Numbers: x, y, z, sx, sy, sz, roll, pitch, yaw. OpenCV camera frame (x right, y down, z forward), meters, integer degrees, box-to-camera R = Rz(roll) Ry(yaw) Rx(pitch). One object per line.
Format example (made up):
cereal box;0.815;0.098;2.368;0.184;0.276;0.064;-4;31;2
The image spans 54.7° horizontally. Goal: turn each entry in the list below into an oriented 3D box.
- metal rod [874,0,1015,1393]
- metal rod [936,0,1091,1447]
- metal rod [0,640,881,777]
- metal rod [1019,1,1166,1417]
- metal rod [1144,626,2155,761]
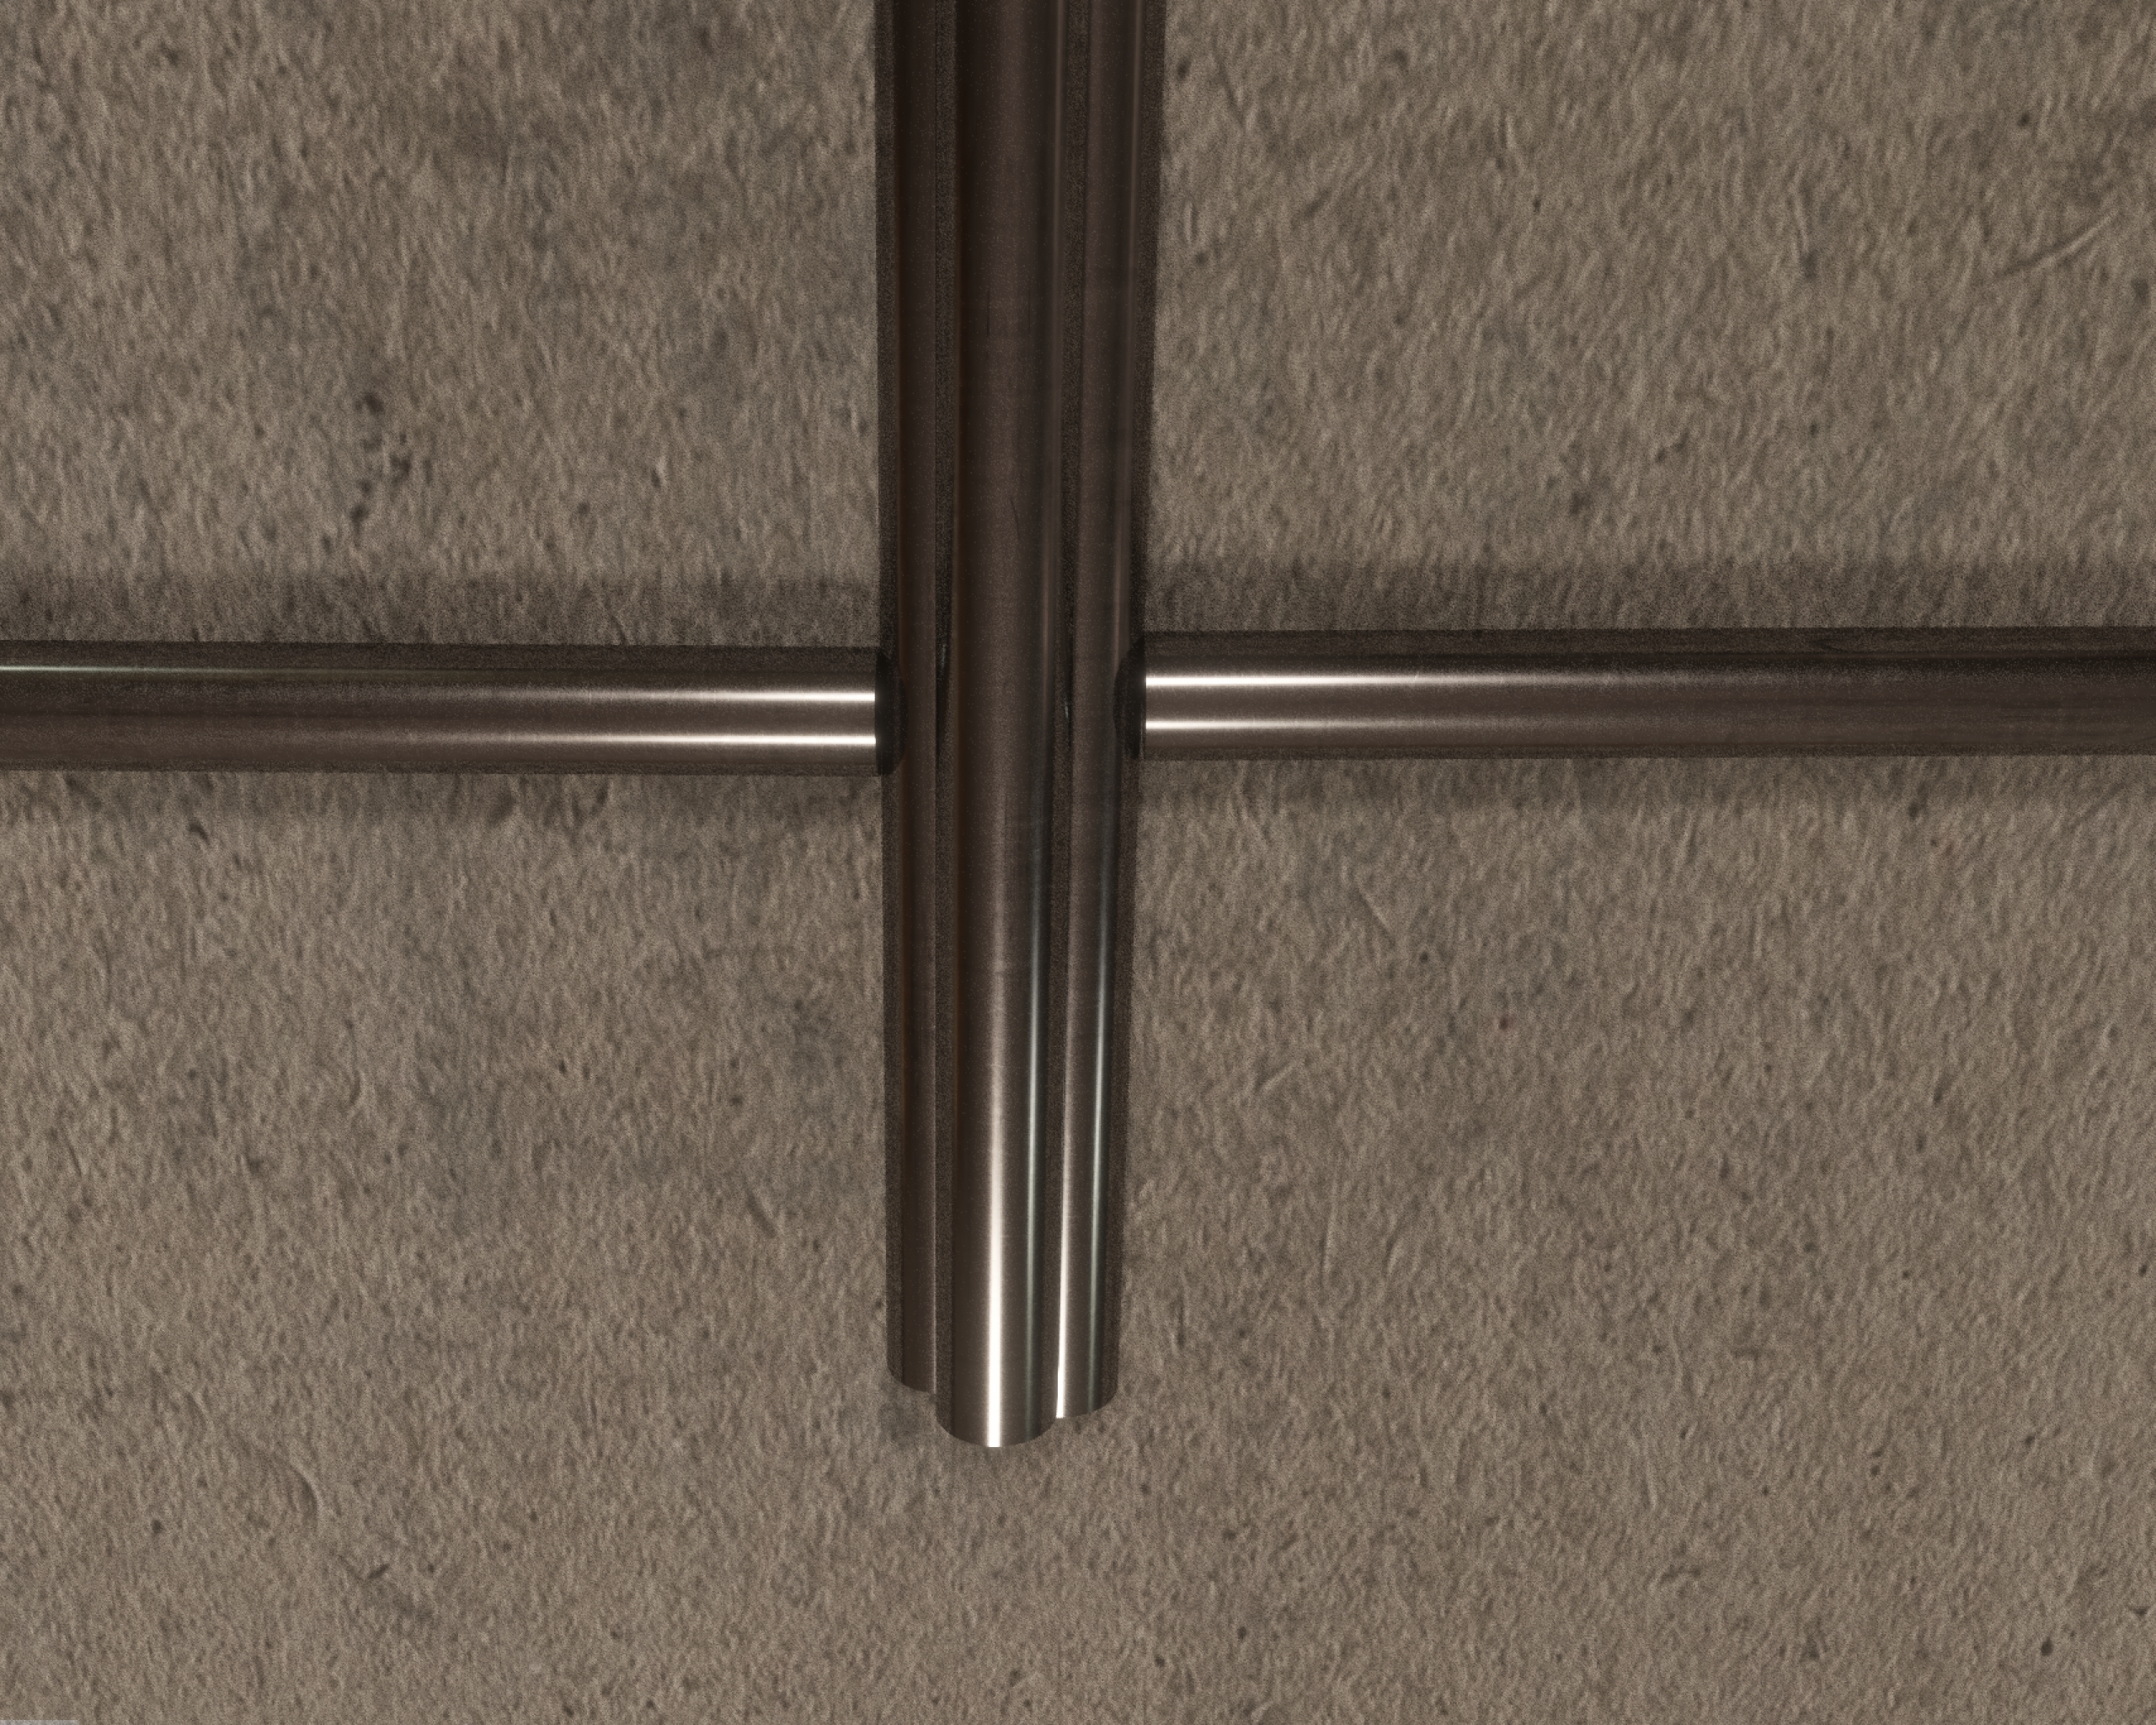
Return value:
metal rod;-0.025;-0.032;0.400;0.025;0.025;0.298;1;110;-1
metal rod;-0.013;-0.026;0.380;0.025;0.025;0.298;1;110;-1
metal rod;-0.189;-0.030;0.397;0.302;0.025;0.025;0;110;-1
metal rod;0.000;-0.026;0.402;0.025;0.025;0.298;1;110;-1
metal rod;0.164;-0.033;0.401;0.302;0.025;0.025;0;110;-1
